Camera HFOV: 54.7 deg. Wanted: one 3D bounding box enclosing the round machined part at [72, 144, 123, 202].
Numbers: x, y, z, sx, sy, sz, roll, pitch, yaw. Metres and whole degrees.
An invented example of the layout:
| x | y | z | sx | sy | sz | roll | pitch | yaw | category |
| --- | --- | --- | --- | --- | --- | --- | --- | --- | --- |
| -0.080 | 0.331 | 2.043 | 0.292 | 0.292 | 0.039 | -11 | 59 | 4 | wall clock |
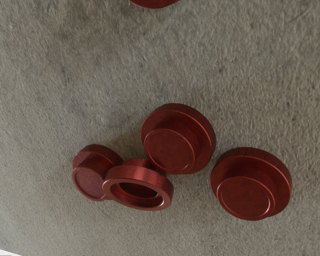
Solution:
| x | y | z | sx | sy | sz | roll | pitch | yaw | category |
| --- | --- | --- | --- | --- | --- | --- | --- | --- | --- |
| -0.100 | 0.078 | 0.495 | 0.098 | 0.042 | 0.097 | 13 | 124 | 20 | round machined part |

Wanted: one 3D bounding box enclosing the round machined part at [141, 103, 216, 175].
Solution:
| x | y | z | sx | sy | sz | roll | pitch | yaw | category |
| --- | --- | --- | --- | --- | --- | --- | --- | --- | --- |
| 0.019 | 0.021 | 0.398 | 0.098 | 0.042 | 0.097 | 13 | 124 | 20 | round machined part |

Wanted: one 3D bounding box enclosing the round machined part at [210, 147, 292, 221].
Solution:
| x | y | z | sx | sy | sz | roll | pitch | yaw | category |
| --- | --- | --- | --- | --- | --- | --- | --- | --- | --- |
| 0.109 | 0.076 | 0.384 | 0.098 | 0.042 | 0.097 | 13 | 124 | 20 | round machined part |

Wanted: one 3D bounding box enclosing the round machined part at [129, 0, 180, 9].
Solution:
| x | y | z | sx | sy | sz | roll | pitch | yaw | category |
| --- | --- | --- | --- | --- | --- | --- | --- | --- | --- |
| -0.011 | -0.166 | 0.298 | 0.098 | 0.042 | 0.097 | 13 | 124 | 20 | round machined part |

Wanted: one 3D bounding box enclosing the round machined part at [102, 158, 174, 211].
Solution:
| x | y | z | sx | sy | sz | roll | pitch | yaw | category |
| --- | --- | --- | --- | --- | --- | --- | --- | --- | --- |
| -0.028 | 0.078 | 0.443 | 0.099 | 0.042 | 0.097 | 9 | 143 | 7 | round machined part |
